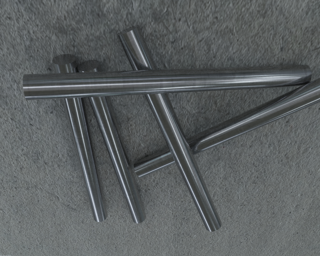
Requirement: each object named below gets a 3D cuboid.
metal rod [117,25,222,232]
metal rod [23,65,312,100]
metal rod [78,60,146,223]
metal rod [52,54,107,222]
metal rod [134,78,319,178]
[{"bbox_3d":[0.022,0.020,0.387,0.025,0.025,0.299,-18,117,14],"label":"metal rod"},{"bbox_3d":[0.019,-0.050,0.327,0.302,0.025,0.025,-4,131,-12],"label":"metal rod"},{"bbox_3d":[-0.058,0.042,0.442,0.025,0.025,0.298,-6,130,5],"label":"metal rod"},{"bbox_3d":[-0.104,0.038,0.438,0.025,0.025,0.298,-1,130,0],"label":"metal rod"},{"bbox_3d":[0.089,0.002,0.391,0.300,0.025,0.025,-27,126,27],"label":"metal rod"}]
